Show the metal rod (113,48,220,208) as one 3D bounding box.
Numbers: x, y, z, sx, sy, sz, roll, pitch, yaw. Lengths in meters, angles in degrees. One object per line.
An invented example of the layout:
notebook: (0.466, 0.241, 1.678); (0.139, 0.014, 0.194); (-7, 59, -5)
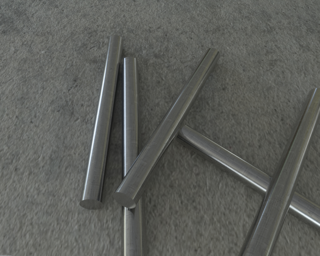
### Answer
metal rod: (0.025, -0.024, 0.405); (0.025, 0.025, 0.301); (19, 47, 15)

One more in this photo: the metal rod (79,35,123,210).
metal rod: (-0.074, -0.033, 0.429); (0.025, 0.025, 0.300); (0, 50, 0)

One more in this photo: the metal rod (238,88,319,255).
metal rod: (0.148, 0.036, 0.347); (0.025, 0.025, 0.301); (26, 46, 19)

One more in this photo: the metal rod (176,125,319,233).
metal rod: (0.145, 0.081, 0.337); (0.300, 0.025, 0.025); (33, 57, 24)

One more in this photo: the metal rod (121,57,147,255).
metal rod: (-0.036, 0.012, 0.392); (0.025, 0.025, 0.300); (-3, 50, -3)
